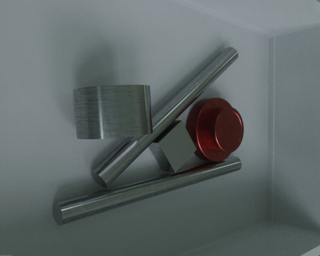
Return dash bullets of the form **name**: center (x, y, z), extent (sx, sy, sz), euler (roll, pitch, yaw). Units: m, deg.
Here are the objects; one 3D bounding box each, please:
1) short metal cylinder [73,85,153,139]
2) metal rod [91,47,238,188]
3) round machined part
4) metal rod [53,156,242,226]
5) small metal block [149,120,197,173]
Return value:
- **short metal cylinder**: center (-0.049, -0.017, 0.330), extent (0.081, 0.080, 0.050), euler (-7, 95, -40)
- **metal rod**: center (0.024, -0.031, 0.427), extent (0.301, 0.025, 0.025), euler (-44, 117, -31)
- **round machined part**: center (0.090, 0.002, 0.470), extent (0.099, 0.042, 0.097), euler (0, 90, -40)
- **metal rod**: center (0.010, 0.073, 0.415), extent (0.302, 0.025, 0.025), euler (-7, 95, -40)
- **small metal block**: center (0.017, 0.024, 0.420), extent (0.050, 0.025, 0.050), euler (-43, 116, -32)
